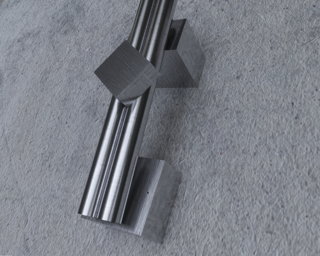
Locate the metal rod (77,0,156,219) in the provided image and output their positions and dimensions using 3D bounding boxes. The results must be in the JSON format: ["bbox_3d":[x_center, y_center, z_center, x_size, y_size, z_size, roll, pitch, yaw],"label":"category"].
[{"bbox_3d":[-0.040,-0.049,0.362,0.025,0.025,0.299,3,70,29],"label":"metal rod"}]

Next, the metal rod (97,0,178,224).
[{"bbox_3d":[-0.017,-0.047,0.350,0.025,0.025,0.299,3,70,29],"label":"metal rod"}]

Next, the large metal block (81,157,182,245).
[{"bbox_3d":[-0.031,0.078,0.356,0.080,0.050,0.080,5,64,30],"label":"large metal block"}]

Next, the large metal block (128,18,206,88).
[{"bbox_3d":[0.008,-0.098,0.426,0.080,0.080,0.050,3,64,30],"label":"large metal block"}]

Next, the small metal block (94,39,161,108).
[{"bbox_3d":[-0.036,-0.059,0.335,0.050,0.025,0.050,-45,56,4],"label":"small metal block"}]
